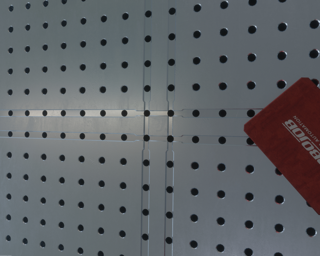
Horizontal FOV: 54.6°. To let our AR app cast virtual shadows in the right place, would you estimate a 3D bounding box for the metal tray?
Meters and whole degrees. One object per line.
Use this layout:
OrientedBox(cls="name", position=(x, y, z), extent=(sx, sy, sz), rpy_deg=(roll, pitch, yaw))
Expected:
OrientedBox(cls="metal tray", position=(0.171, 0.019, 0.349), extent=(0.090, 0.030, 0.130), rpy_deg=(-42, 77, 15))
